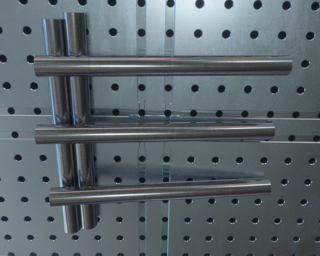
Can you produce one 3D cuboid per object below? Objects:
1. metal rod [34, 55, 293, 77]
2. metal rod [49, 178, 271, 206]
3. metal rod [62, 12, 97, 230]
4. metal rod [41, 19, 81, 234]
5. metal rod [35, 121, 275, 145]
[{"bbox_3d":[0.009,-0.074,0.371,0.302,0.025,0.025,-1,110,-7],"label":"metal rod"},{"bbox_3d":[0.005,0.088,0.430,0.302,0.025,0.025,-1,110,-7],"label":"metal rod"},{"bbox_3d":[-0.104,0.005,0.413,0.025,0.025,0.298,1,110,-1],"label":"metal rod"},{"bbox_3d":[-0.129,0.012,0.415,0.025,0.025,0.298,1,110,-1],"label":"metal rod"},{"bbox_3d":[-0.001,0.006,0.399,0.302,0.025,0.025,-1,110,-7],"label":"metal rod"}]
